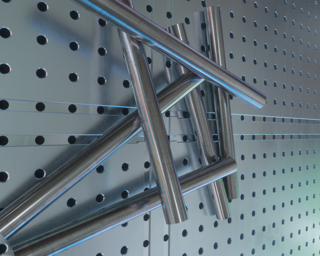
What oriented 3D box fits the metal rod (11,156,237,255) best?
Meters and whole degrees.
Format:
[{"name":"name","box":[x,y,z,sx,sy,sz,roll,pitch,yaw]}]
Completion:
[{"name":"metal rod","box":[-0.016,0.089,0.377,0.302,0.025,0.025,-16,101,-33]}]

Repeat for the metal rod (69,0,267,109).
[{"name":"metal rod","box":[0.031,-0.086,0.369,0.302,0.025,0.025,22,76,-35]}]

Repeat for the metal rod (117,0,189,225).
[{"name":"metal rod","box":[-0.018,-0.044,0.348,0.025,0.025,0.299,-10,83,-39]}]

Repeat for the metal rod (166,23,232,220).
[{"name":"metal rod","box":[0.061,-0.001,0.458,0.025,0.025,0.299,-26,107,-37]}]

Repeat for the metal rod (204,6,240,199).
[{"name":"metal rod","box":[0.098,-0.035,0.489,0.025,0.025,0.298,-13,98,-39]}]

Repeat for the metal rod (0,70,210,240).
[{"name":"metal rod","box":[-0.045,0.008,0.353,0.301,0.025,0.025,-40,115,-27]}]
